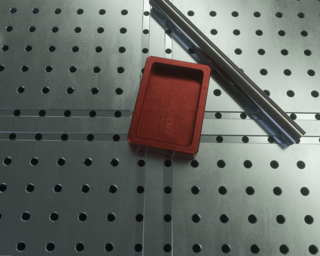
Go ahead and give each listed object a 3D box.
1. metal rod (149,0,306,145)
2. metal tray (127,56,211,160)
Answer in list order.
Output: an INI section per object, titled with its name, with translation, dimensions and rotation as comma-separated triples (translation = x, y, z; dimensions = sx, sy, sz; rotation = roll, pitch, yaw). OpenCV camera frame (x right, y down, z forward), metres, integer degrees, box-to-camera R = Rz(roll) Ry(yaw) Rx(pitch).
[metal rod]
translation = 0.088, -0.094, 0.447
dimensions = 0.025, 0.025, 0.300
rotation = -38, 75, -13
[metal tray]
translation = 0.014, -0.029, 0.419
dimensions = 0.091, 0.030, 0.130
rotation = 11, 70, 3
